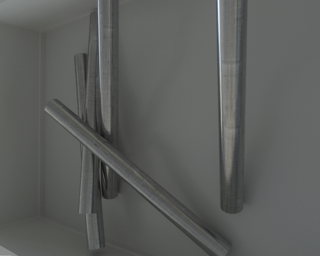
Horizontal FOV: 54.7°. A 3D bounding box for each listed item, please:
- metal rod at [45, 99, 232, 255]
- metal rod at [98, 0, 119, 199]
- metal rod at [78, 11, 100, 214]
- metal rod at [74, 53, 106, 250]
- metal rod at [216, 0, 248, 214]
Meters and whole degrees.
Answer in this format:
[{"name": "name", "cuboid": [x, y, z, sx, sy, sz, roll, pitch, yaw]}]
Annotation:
[{"name": "metal rod", "cuboid": [-0.040, 0.055, 0.394, 0.300, 0.025, 0.025, 37, 114, 18]}, {"name": "metal rod", "cuboid": [-0.068, -0.037, 0.412, 0.025, 0.025, 0.298, 21, 118, 37]}, {"name": "metal rod", "cuboid": [-0.098, -0.030, 0.454, 0.025, 0.025, 0.299, -9, 75, 39]}, {"name": "metal rod", "cuboid": [-0.109, 0.026, 0.473, 0.025, 0.025, 0.299, -19, 72, 38]}, {"name": "metal rod", "cuboid": [0.064, -0.046, 0.276, 0.025, 0.025, 0.298, 16, 125, 38]}]
